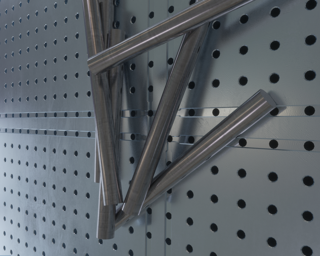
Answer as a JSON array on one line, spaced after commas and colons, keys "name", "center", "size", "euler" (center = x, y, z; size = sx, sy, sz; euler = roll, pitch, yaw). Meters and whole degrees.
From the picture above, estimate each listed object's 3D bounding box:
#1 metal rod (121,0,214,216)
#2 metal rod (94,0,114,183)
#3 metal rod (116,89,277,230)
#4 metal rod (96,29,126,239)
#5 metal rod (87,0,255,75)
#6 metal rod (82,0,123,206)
[{"name": "metal rod", "center": [0.012, -0.031, 0.381], "size": [0.025, 0.025, 0.298], "euler": [27, 101, 37]}, {"name": "metal rod", "center": [-0.086, -0.065, 0.481], "size": [0.025, 0.025, 0.298], "euler": [3, 92, 40]}, {"name": "metal rod", "center": [0.018, 0.058, 0.395], "size": [0.299, 0.025, 0.025], "euler": [-44, 64, 31]}, {"name": "metal rod", "center": [-0.070, 0.005, 0.450], "size": [0.025, 0.025, 0.299], "euler": [-2, 83, 40]}, {"name": "metal rod", "center": [0.041, -0.124, 0.339], "size": [0.300, 0.025, 0.025], "euler": [-19, 78, 27]}, {"name": "metal rod", "center": [-0.082, -0.046, 0.432], "size": [0.025, 0.025, 0.299], "euler": [-18, 75, 39]}]
